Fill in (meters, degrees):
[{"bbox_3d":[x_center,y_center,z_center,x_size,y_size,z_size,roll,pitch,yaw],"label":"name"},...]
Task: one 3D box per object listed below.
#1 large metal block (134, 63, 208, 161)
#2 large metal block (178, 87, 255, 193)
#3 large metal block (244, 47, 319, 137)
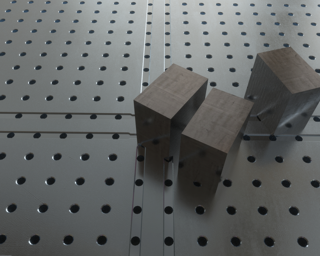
[{"bbox_3d":[0.014,-0.020,0.389,0.050,0.080,0.080,29,56,21],"label":"large metal block"},{"bbox_3d":[0.064,0.014,0.361,0.050,0.080,0.080,24,54,18],"label":"large metal block"},{"bbox_3d":[0.163,-0.049,0.415,0.050,0.080,0.080,-14,52,-12],"label":"large metal block"}]
